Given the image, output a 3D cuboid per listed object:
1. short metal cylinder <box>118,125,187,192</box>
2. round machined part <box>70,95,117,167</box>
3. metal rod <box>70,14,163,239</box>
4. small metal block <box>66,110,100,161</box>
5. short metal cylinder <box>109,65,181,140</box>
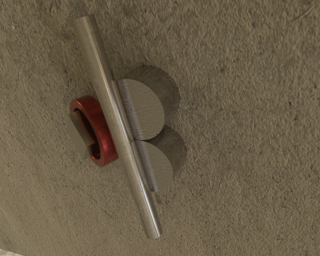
[{"bbox_3d":[-0.010,0.039,0.421,0.080,0.050,0.079,13,123,21],"label":"short metal cylinder"},{"bbox_3d":[-0.081,0.001,0.424,0.098,0.042,0.097,40,143,39],"label":"round machined part"},{"bbox_3d":[-0.044,0.017,0.378,0.025,0.025,0.298,-1,118,29],"label":"metal rod"},{"bbox_3d":[-0.101,0.009,0.415,0.050,0.025,0.050,57,151,14],"label":"small metal block"},{"bbox_3d":[-0.021,-0.032,0.384,0.080,0.050,0.079,13,124,21],"label":"short metal cylinder"}]
